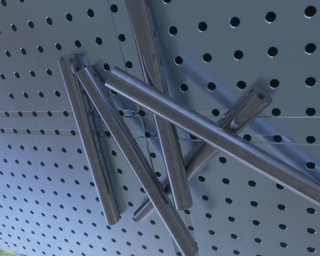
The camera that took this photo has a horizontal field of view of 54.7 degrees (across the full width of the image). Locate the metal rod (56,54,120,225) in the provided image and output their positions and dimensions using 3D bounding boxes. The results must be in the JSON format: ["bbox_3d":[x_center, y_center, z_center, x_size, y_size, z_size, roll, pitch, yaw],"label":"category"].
[{"bbox_3d":[-0.106,0.035,0.486,0.025,0.025,0.298,5,121,25],"label":"metal rod"}]

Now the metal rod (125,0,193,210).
[{"bbox_3d":[0.000,-0.033,0.370,0.025,0.025,0.298,-2,112,29],"label":"metal rod"}]

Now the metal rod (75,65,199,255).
[{"bbox_3d":[-0.029,0.051,0.432,0.025,0.025,0.299,-25,98,36],"label":"metal rod"}]

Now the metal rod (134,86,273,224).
[{"bbox_3d":[0.039,0.056,0.424,0.025,0.025,0.298,39,129,1],"label":"metal rod"}]

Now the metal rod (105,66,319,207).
[{"bbox_3d":[0.077,0.017,0.347,0.301,0.025,0.025,29,129,-4],"label":"metal rod"}]
